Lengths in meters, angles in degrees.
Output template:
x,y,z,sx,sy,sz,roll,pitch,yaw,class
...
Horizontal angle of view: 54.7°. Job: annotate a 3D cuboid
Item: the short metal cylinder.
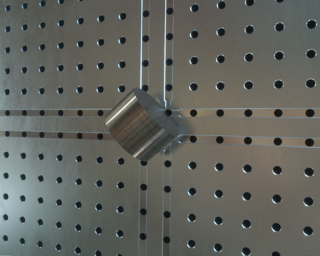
x,y,z,sx,sy,sz,roll,pitch,yaw,class
-0.022,-0.005,0.389,0.050,0.080,0.080,-42,77,15,short metal cylinder
